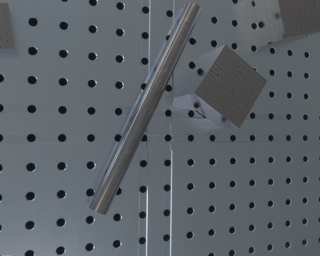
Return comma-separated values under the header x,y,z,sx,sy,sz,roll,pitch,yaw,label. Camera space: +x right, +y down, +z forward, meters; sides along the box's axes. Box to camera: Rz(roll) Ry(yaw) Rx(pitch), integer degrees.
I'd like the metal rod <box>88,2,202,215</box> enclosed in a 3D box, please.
x,y,z,sx,sy,sz,roll,pitch,yaw,label
-0.016,-0.032,0.406,0.025,0.025,0.299,28,81,-18,metal rod

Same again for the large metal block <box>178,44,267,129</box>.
x,y,z,sx,sy,sz,roll,pitch,yaw,label
0.087,-0.054,0.431,0.080,0.050,0.080,36,78,-17,large metal block

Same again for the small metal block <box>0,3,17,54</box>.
x,y,z,sx,sy,sz,roll,pitch,yaw,label
-0.190,-0.109,0.342,0.050,0.025,0.050,-8,93,-20,small metal block

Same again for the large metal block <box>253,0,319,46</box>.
x,y,z,sx,sy,sz,roll,pitch,yaw,label
0.197,-0.176,0.471,0.081,0.050,0.080,-16,96,-19,large metal block
